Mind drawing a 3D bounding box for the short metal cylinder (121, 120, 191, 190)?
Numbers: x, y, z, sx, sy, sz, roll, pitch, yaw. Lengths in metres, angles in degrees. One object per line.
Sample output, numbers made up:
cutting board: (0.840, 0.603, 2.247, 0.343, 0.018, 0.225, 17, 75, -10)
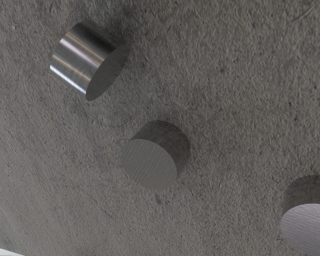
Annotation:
short metal cylinder: (-0.005, 0.036, 0.416, 0.080, 0.050, 0.079, 13, 124, 21)

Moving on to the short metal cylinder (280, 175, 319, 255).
short metal cylinder: (0.184, 0.102, 0.356, 0.080, 0.050, 0.079, 13, 124, 21)

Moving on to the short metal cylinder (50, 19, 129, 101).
short metal cylinder: (-0.081, -0.079, 0.365, 0.050, 0.080, 0.080, 37, 129, 4)
